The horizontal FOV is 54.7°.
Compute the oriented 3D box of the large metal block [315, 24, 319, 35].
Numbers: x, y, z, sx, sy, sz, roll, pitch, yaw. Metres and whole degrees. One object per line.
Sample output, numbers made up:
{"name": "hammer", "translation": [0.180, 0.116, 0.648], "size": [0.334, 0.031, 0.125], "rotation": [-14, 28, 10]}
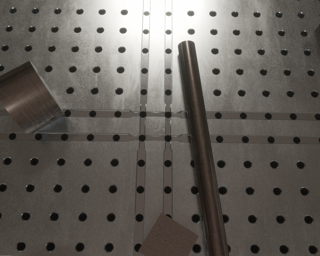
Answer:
{"name": "large metal block", "translation": [0.299, -0.154, 0.459], "size": [0.080, 0.050, 0.080], "rotation": [-37, 75, -13]}

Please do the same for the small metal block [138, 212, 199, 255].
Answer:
{"name": "small metal block", "translation": [0.010, 0.135, 0.362], "size": [0.050, 0.025, 0.050], "rotation": [30, 73, 10]}

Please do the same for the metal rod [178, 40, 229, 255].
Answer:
{"name": "metal rod", "translation": [0.054, 0.018, 0.405], "size": [0.025, 0.025, 0.299], "rotation": [-5, 70, -2]}

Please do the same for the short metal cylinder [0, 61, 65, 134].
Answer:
{"name": "short metal cylinder", "translation": [-0.165, -0.038, 0.395], "size": [0.050, 0.080, 0.080], "rotation": [-33, 74, -11]}
